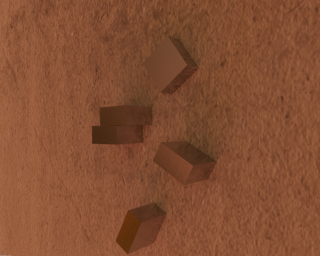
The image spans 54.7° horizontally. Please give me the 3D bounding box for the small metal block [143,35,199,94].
[{"bbox_3d":[0.013,-0.079,0.393,0.050,0.025,0.050,-43,64,31],"label":"small metal block"}]

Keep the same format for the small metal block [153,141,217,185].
[{"bbox_3d":[0.029,0.039,0.363,0.050,0.050,0.025,34,111,34],"label":"small metal block"}]

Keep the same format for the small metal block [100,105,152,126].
[{"bbox_3d":[-0.046,-0.016,0.425,0.050,0.050,0.025,-2,89,39],"label":"small metal block"}]

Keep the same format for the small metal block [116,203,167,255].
[{"bbox_3d":[-0.024,0.131,0.407,0.025,0.050,0.050,34,111,34],"label":"small metal block"}]

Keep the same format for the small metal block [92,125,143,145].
[{"bbox_3d":[-0.059,0.009,0.435,0.050,0.050,0.025,-1,90,39],"label":"small metal block"}]
